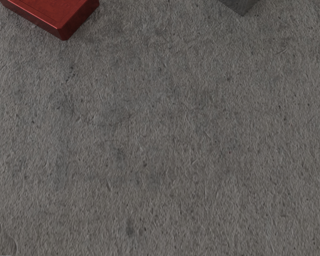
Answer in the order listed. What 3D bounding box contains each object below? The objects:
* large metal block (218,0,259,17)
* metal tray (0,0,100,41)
[{"bbox_3d":[0.117,-0.230,0.464,0.080,0.080,0.050,40,75,13],"label":"large metal block"},{"bbox_3d":[-0.172,-0.202,0.477,0.130,0.030,0.090,32,73,10],"label":"metal tray"}]
